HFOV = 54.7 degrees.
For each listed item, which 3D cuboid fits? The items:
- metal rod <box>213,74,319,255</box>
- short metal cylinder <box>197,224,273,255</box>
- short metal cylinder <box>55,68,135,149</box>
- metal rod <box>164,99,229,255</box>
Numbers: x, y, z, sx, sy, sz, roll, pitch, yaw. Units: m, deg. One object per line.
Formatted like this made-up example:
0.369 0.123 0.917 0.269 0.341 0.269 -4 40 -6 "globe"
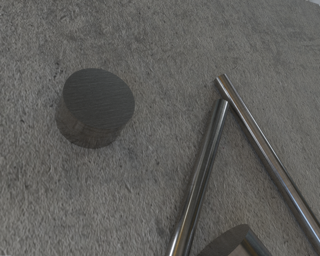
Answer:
0.164 0.046 0.463 0.025 0.025 0.299 -16 70 -34 "metal rod"
0.076 0.146 0.321 0.081 0.080 0.050 -31 80 -38 "short metal cylinder"
-0.076 -0.022 0.360 0.081 0.050 0.080 14 56 -21 "short metal cylinder"
0.046 0.073 0.383 0.025 0.025 0.301 31 52 -9 "metal rod"
